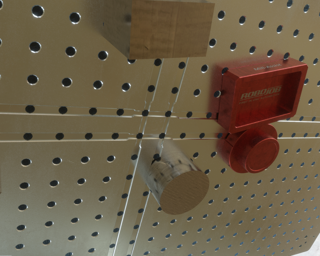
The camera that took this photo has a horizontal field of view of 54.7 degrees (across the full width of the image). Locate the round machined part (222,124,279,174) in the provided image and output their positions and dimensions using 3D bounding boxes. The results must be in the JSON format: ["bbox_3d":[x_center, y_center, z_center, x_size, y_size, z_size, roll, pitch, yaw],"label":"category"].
[{"bbox_3d":[0.156,0.036,0.510,0.099,0.042,0.097,-14,125,-21],"label":"round machined part"}]

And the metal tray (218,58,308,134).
[{"bbox_3d":[0.153,-0.049,0.463,0.131,0.030,0.089,-14,124,-21],"label":"metal tray"}]

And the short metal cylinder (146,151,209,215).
[{"bbox_3d":[0.026,0.082,0.462,0.081,0.050,0.079,-14,125,-21],"label":"short metal cylinder"}]

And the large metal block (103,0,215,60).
[{"bbox_3d":[-0.005,-0.106,0.308,0.081,0.080,0.050,-8,122,-25],"label":"large metal block"}]
